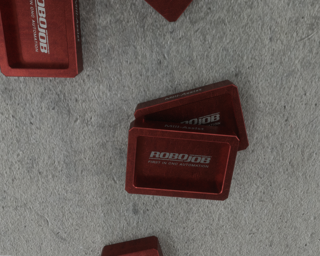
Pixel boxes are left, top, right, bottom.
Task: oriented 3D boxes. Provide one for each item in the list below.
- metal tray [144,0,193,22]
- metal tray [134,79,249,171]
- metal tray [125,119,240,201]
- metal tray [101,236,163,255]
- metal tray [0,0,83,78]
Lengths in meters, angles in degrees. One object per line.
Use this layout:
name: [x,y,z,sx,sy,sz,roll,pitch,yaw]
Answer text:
metal tray: [-0.007,-0.192,0.336,0.130,0.030,0.090,37,106,-13]
metal tray: [0.041,-0.002,0.406,0.131,0.030,0.089,-15,110,5]
metal tray: [0.025,0.041,0.389,0.131,0.030,0.089,5,110,-2]
metal tray: [-0.033,0.241,0.495,0.090,0.030,0.129,-14,110,4]
metal tray: [-0.141,-0.126,0.359,0.091,0.030,0.129,1,110,-1]
